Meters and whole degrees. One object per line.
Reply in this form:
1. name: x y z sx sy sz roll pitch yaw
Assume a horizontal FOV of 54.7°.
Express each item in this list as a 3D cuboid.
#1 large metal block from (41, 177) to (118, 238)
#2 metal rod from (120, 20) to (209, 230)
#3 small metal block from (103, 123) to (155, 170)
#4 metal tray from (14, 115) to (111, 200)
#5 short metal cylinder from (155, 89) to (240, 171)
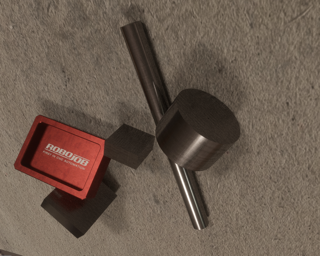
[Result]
1. large metal block: -0.131 0.118 0.505 0.080 0.080 0.050 43 144 -2
2. metal rod: 0.014 0.012 0.405 0.025 0.025 0.298 -6 116 30
3. small metal block: -0.042 0.024 0.426 0.050 0.050 0.025 22 127 14
4. metal tray: -0.144 0.043 0.468 0.130 0.030 0.090 20 82 16
5. short metal cylinder: 0.042 0.001 0.349 0.080 0.080 0.050 37 129 3
